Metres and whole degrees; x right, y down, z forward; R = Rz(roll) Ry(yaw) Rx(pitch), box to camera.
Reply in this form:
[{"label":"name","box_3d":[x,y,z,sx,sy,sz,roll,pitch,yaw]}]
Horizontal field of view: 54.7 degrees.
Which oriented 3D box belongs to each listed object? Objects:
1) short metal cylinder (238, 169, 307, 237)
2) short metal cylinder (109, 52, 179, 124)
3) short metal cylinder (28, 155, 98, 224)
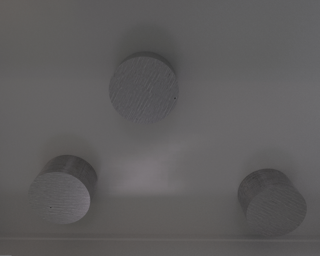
[{"label":"short metal cylinder","box_3d":[0.156,0.105,0.438,0.081,0.050,0.079,0,110,0]},{"label":"short metal cylinder","box_3d":[-0.019,-0.050,0.379,0.081,0.050,0.079,0,110,0]},{"label":"short metal cylinder","box_3d":[-0.131,0.084,0.428,0.081,0.050,0.079,0,110,0]}]
